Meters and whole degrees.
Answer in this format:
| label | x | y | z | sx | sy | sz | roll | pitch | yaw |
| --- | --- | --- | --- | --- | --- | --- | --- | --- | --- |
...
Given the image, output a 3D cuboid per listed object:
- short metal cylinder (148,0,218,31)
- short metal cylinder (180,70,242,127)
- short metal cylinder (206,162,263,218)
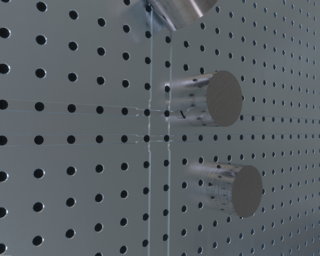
| label | x | y | z | sx | sy | sz | roll | pitch | yaw |
| --- | --- | --- | --- | --- | --- | --- | --- | --- | --- |
| short metal cylinder | 0.029 | -0.170 | 0.397 | 0.050 | 0.080 | 0.080 | 50 | 61 | -29 |
| short metal cylinder | 0.076 | -0.042 | 0.456 | 0.081 | 0.050 | 0.079 | 0 | 90 | -40 |
| short metal cylinder | 0.119 | 0.097 | 0.492 | 0.081 | 0.050 | 0.079 | 0 | 90 | -40 |
